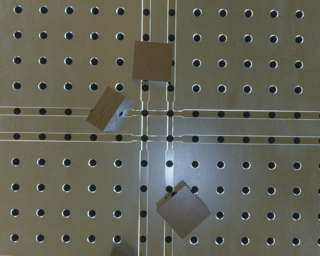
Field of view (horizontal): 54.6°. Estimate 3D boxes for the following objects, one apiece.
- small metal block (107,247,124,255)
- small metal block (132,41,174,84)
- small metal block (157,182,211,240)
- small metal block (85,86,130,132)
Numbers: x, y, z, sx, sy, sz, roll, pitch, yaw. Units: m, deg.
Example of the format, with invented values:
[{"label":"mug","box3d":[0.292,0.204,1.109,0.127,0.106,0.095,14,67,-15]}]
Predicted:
[{"label":"small metal block","box3d":[-0.052,0.189,0.401,0.050,0.050,0.025,38,90,0]},{"label":"small metal block","box3d":[-0.009,-0.086,0.413,0.050,0.025,0.050,4,90,0]},{"label":"small metal block","box3d":[0.031,0.109,0.414,0.050,0.025,0.050,-42,90,0]},{"label":"small metal block","box3d":[-0.066,-0.023,0.400,0.025,0.050,0.050,33,90,0]}]
